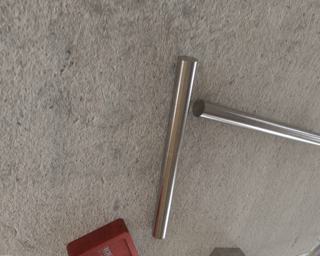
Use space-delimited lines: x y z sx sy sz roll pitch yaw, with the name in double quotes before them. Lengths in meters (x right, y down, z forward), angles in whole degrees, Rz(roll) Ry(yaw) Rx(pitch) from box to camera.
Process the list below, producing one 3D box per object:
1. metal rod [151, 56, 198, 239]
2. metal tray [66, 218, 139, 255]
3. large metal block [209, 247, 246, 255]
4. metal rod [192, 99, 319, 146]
"metal rod" 0.016 0.046 0.445 0.025 0.025 0.298 -7 122 -25
"metal tray" -0.081 0.211 0.491 0.091 0.030 0.129 -24 127 -14
"large metal block" 0.138 0.303 0.657 0.081 0.050 0.080 17 109 -35
"metal rod" 0.176 -0.002 0.503 0.302 0.025 0.025 11 113 -34
